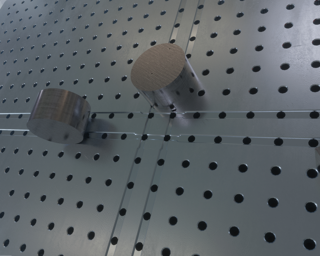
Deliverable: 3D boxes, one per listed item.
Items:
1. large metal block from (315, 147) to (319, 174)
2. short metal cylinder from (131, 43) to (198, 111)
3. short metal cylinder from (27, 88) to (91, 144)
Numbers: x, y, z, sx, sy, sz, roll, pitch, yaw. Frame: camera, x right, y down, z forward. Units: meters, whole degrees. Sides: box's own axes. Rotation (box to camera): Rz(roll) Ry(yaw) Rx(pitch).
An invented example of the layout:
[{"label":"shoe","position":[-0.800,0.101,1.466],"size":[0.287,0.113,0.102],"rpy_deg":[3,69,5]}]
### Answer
[{"label":"large metal block","position":[0.194,0.041,0.265],"size":[0.080,0.050,0.080],"rpy_deg":[-28,52,10]},{"label":"short metal cylinder","position":[0.007,-0.071,0.432],"size":[0.080,0.050,0.080],"rpy_deg":[-13,56,21]},{"label":"short metal cylinder","position":[-0.149,-0.015,0.461],"size":[0.080,0.080,0.050],"rpy_deg":[-6,59,25]}]
